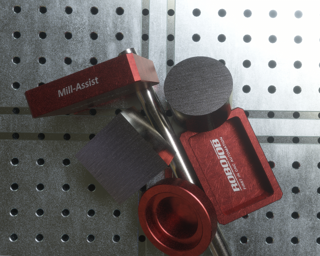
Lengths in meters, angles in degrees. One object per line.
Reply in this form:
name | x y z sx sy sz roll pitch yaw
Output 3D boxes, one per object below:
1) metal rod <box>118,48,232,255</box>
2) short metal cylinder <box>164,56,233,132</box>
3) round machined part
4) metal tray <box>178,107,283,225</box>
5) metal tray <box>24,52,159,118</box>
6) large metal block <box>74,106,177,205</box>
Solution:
metal rod | 0.020 0.035 0.409 0.025 0.025 0.299 -25 90 0
short metal cylinder | 0.049 -0.041 0.383 0.080 0.050 0.080 -4 66 10
round machined part | 0.025 0.108 0.387 0.098 0.042 0.097 8 107 27
metal tray | 0.091 0.048 0.408 0.090 0.030 0.129 -25 90 0
metal tray | -0.074 -0.047 0.362 0.130 0.090 0.030 -17 92 14
large metal block | -0.040 0.032 0.379 0.080 0.050 0.080 -42 91 18
